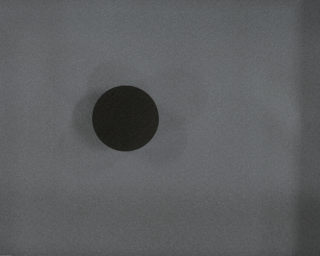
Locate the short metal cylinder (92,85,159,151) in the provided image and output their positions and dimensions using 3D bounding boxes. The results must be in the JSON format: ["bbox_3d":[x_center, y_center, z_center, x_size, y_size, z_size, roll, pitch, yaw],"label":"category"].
[{"bbox_3d":[-0.042,-0.012,0.399,0.080,0.050,0.080,0,90,0],"label":"short metal cylinder"}]
